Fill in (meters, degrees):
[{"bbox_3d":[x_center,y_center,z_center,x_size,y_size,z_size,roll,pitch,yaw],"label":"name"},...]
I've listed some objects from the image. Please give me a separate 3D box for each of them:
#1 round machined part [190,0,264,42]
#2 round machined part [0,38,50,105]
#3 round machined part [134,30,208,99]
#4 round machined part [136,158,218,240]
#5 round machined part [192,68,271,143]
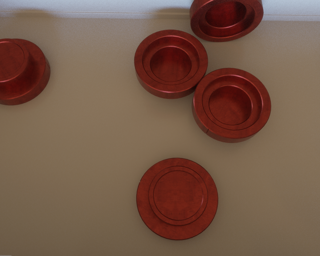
[{"bbox_3d":[0.090,-0.166,0.432,0.099,0.098,0.042,-2,71,-1],"label":"round machined part"},{"bbox_3d":[-0.208,-0.084,0.430,0.099,0.042,0.098,0,70,0],"label":"round machined part"},{"bbox_3d":[0.015,-0.084,0.431,0.099,0.042,0.098,0,70,0],"label":"round machined part"},{"bbox_3d":[0.021,0.083,0.370,0.099,0.042,0.098,0,70,0],"label":"round machined part"},{"bbox_3d":[0.091,-0.026,0.410,0.099,0.042,0.098,1,71,-1],"label":"round machined part"}]
